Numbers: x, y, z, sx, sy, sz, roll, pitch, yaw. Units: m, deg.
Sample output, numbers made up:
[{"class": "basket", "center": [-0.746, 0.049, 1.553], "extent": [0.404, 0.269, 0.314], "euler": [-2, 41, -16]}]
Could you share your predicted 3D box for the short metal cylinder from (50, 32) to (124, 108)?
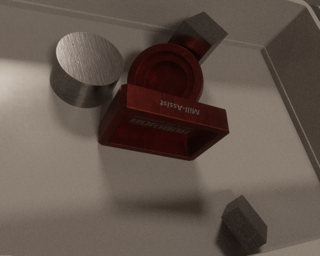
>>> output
[{"class": "short metal cylinder", "center": [-0.091, -0.071, 0.385], "extent": [0.081, 0.050, 0.080], "euler": [14, 56, -21]}]

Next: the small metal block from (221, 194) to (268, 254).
[{"class": "small metal block", "center": [0.104, 0.115, 0.379], "extent": [0.050, 0.025, 0.050], "euler": [53, 19, 9]}]

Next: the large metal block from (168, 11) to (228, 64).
[{"class": "large metal block", "center": [0.046, -0.118, 0.459], "extent": [0.050, 0.080, 0.080], "euler": [43, 38, 1]}]

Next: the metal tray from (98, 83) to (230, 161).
[{"class": "metal tray", "center": [0.003, -0.001, 0.367], "extent": [0.131, 0.090, 0.030], "euler": [12, 57, -22]}]

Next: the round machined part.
[{"class": "round machined part", "center": [0.009, -0.059, 0.416], "extent": [0.098, 0.042, 0.097], "euler": [-1, 87, 11]}]
